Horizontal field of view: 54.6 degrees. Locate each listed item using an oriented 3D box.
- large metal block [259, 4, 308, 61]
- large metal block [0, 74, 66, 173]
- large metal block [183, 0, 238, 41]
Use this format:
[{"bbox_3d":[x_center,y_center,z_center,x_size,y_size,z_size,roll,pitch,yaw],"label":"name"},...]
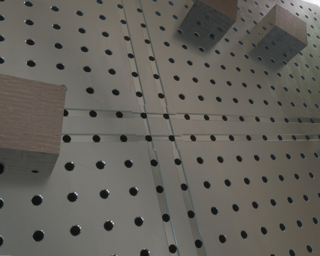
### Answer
[{"bbox_3d":[0.259,-0.201,0.653,0.080,0.050,0.080,26,53,-12],"label":"large metal block"},{"bbox_3d":[-0.145,-0.004,0.317,0.081,0.050,0.080,9,58,-23],"label":"large metal block"},{"bbox_3d":[0.096,-0.224,0.579,0.080,0.050,0.080,24,53,-14],"label":"large metal block"}]
